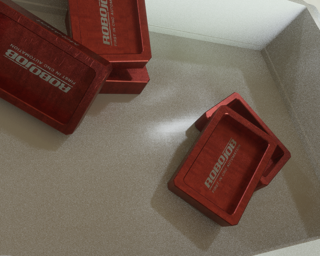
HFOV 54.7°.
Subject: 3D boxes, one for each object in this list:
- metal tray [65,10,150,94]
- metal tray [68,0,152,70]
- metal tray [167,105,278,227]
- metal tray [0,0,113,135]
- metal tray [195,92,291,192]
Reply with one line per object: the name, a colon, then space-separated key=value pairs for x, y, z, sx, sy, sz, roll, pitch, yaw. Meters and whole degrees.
metal tray: x=-0.075 y=-0.109 z=0.430 sx=0.091 sy=0.030 sz=0.130 roll=-3 pitch=63 yaw=-30
metal tray: x=-0.064 y=-0.139 z=0.378 sx=0.091 sy=0.030 sz=0.129 roll=-5 pitch=85 yaw=-18
metal tray: x=0.081 y=0.045 z=0.393 sx=0.090 sy=0.030 sz=0.130 roll=35 pitch=66 yaw=1
metal tray: x=-0.130 y=-0.063 z=0.332 sx=0.130 sy=0.090 sz=0.030 roll=31 pitch=17 yaw=-9
metal tray: x=0.125 y=0.017 z=0.461 sx=0.091 sy=0.030 sz=0.130 roll=-33 pitch=81 yaw=-38
